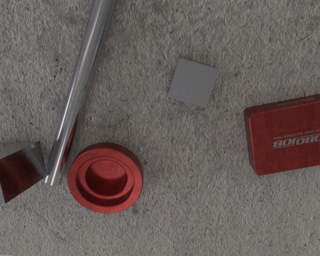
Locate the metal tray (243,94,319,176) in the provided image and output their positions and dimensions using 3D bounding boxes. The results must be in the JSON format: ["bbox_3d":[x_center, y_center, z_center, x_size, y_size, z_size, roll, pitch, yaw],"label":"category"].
[{"bbox_3d":[0.184,0.007,0.412,0.131,0.030,0.089,-11,110,3],"label":"metal tray"}]

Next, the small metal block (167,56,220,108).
[{"bbox_3d":[0.040,-0.059,0.389,0.050,0.025,0.050,15,109,-6],"label":"small metal block"}]

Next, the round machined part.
[{"bbox_3d":[-0.072,0.064,0.424,0.099,0.042,0.097,0,110,0],"label":"round machined part"}]

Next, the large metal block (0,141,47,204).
[{"bbox_3d":[-0.204,0.053,0.387,0.080,0.080,0.050,-3,103,14],"label":"large metal block"}]

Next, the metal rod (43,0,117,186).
[{"bbox_3d":[-0.098,-0.058,0.387,0.025,0.025,0.298,19,109,-7],"label":"metal rod"}]
